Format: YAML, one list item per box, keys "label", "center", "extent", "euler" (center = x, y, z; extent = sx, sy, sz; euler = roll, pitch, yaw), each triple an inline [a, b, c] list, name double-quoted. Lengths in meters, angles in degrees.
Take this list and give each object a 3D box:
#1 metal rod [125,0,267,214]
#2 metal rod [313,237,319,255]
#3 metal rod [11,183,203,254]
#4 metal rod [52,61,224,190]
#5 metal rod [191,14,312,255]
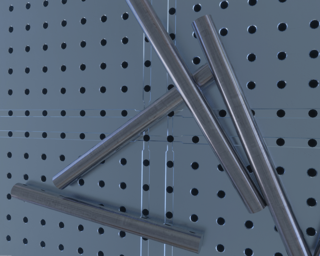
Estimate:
- label: "metal rod"
  center: [0.042, -0.034, 0.373]
  extent: [0.025, 0.025, 0.299]
  euler: [-30, 89, 17]
- label: "metal rod"
  center: [0.218, 0.033, 0.335]
  extent: [0.025, 0.025, 0.298]
  euler: [18, 96, 19]
- label: "metal rod"
  center: [-0.088, 0.124, 0.444]
  extent: [0.301, 0.025, 0.025]
  euler: [10, 93, 19]
- label: "metal rod"
  center: [-0.034, -0.002, 0.425]
  extent: [0.300, 0.025, 0.025]
  euler: [-35, 79, 16]
- label: "metal rod"
  center: [0.105, 0.012, 0.359]
  extent: [0.025, 0.025, 0.299]
  euler: [-23, 89, 18]
